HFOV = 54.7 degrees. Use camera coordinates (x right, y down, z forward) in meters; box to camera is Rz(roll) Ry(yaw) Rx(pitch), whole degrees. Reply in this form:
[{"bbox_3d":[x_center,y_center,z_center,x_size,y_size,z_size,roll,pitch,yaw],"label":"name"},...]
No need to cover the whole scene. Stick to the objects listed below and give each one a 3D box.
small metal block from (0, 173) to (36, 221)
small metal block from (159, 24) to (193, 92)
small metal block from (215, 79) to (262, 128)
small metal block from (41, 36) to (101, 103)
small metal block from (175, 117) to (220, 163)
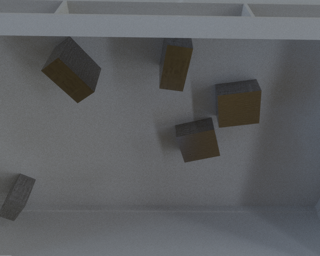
[{"bbox_3d":[-0.222,0.108,0.482,0.025,0.050,0.050,29,124,-22],"label":"small metal block"},{"bbox_3d":[0.016,-0.075,0.329,0.025,0.050,0.050,7,130,-6],"label":"small metal block"},{"bbox_3d":[0.096,-0.030,0.384,0.050,0.025,0.050,-7,130,5],"label":"small metal block"},{"bbox_3d":[-0.094,-0.064,0.337,0.025,0.050,0.050,-29,124,22],"label":"small metal block"},{"bbox_3d":[0.052,0.017,0.424,0.050,0.025,0.050,-12,129,10],"label":"small metal block"}]
